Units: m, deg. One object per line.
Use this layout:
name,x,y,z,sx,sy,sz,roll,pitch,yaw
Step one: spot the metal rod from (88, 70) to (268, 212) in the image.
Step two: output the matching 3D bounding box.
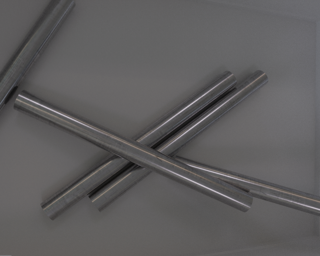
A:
metal rod,0.036,0.009,0.423,0.301,0.025,0.025,-36,102,-17

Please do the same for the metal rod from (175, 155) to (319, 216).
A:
metal rod,0.163,0.090,0.407,0.301,0.025,0.025,16,84,5

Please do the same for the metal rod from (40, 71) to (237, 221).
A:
metal rod,-0.015,0.013,0.404,0.301,0.025,0.025,-36,102,-17

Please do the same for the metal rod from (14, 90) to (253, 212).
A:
metal rod,-0.024,0.032,0.372,0.301,0.025,0.025,25,82,-9

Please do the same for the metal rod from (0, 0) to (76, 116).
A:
metal rod,-0.185,-0.026,0.342,0.025,0.025,0.300,33,79,-17
